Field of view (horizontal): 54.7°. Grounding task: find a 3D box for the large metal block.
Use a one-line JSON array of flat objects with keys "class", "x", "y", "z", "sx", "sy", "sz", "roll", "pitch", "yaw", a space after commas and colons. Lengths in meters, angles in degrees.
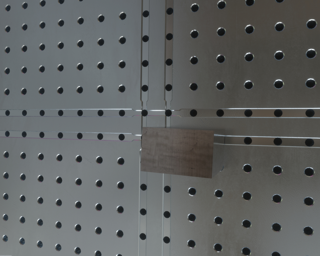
[{"class": "large metal block", "x": 0.031, "y": 0.025, "z": 0.372, "sx": 0.080, "sy": 0.080, "sz": 0.050, "roll": 3, "pitch": 91, "yaw": 19}]
